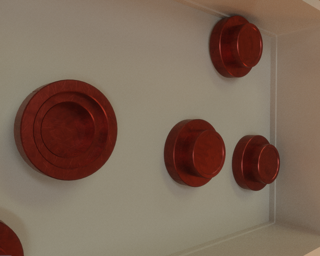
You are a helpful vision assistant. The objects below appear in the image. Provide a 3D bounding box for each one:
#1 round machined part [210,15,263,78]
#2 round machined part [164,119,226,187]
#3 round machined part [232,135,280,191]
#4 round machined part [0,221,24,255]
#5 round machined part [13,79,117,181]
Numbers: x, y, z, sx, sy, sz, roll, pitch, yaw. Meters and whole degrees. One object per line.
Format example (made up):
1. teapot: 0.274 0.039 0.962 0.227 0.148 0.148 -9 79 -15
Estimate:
1. round machined part: 0.128 -0.131 0.497 0.099 0.042 0.097 -6 99 -40
2. round machined part: 0.056 0.036 0.443 0.099 0.042 0.097 0 90 -40
3. round machined part: 0.173 0.061 0.540 0.099 0.042 0.097 0 90 -40
4. round machined part: -0.165 0.124 0.258 0.099 0.042 0.097 0 90 -40
5. round machined part: -0.096 0.002 0.315 0.099 0.042 0.097 0 90 -40
